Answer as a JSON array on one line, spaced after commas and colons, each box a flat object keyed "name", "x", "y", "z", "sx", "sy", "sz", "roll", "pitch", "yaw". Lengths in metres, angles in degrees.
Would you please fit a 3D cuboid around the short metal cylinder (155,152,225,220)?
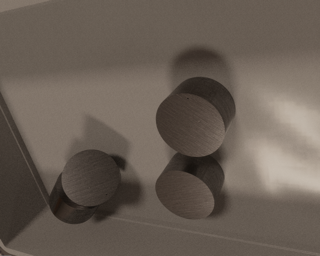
[{"name": "short metal cylinder", "x": 0.041, "y": 0.075, "z": 0.417, "sx": 0.080, "sy": 0.050, "sz": 0.079, "roll": 13, "pitch": 124, "yaw": 20}]

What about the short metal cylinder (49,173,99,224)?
[{"name": "short metal cylinder", "x": -0.136, "y": 0.110, "z": 0.510, "sx": 0.080, "sy": 0.080, "sz": 0.050, "roll": 37, "pitch": 129, "yaw": 3}]

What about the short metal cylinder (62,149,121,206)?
[{"name": "short metal cylinder", "x": -0.099, "y": 0.075, "z": 0.461, "sx": 0.080, "sy": 0.080, "sz": 0.050, "roll": 35, "pitch": 166, "yaw": 5}]

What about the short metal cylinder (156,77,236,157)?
[{"name": "short metal cylinder", "x": 0.042, "y": -0.013, "z": 0.361, "sx": 0.080, "sy": 0.050, "sz": 0.079, "roll": 13, "pitch": 124, "yaw": 20}]
